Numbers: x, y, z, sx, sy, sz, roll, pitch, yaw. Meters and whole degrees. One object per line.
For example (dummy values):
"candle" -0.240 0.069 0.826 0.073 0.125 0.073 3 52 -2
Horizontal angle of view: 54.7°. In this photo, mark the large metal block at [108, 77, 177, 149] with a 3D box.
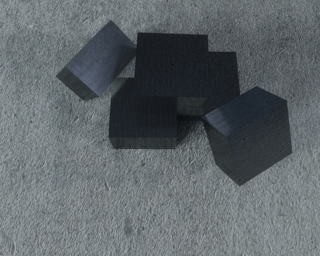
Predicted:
"large metal block" -0.020 -0.018 0.400 0.081 0.050 0.080 0 70 0

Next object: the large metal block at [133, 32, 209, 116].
"large metal block" 0.013 -0.062 0.364 0.081 0.050 0.080 2 70 0

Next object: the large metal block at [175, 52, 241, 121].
"large metal block" 0.060 -0.055 0.417 0.081 0.050 0.080 0 70 0

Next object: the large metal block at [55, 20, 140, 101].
"large metal block" -0.083 -0.084 0.402 0.050 0.080 0.080 44 73 -21

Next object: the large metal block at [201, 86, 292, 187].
"large metal block" 0.106 0.009 0.371 0.080 0.080 0.050 -30 35 -11
